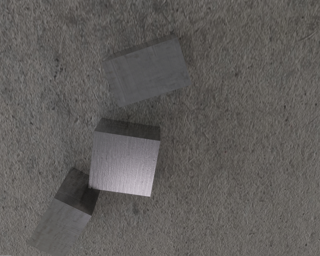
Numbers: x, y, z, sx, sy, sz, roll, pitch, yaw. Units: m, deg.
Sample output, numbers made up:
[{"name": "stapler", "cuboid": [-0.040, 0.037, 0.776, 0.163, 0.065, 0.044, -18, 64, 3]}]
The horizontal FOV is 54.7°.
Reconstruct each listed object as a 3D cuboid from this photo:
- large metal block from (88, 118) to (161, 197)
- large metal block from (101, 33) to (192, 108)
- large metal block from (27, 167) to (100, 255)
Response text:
[{"name": "large metal block", "cuboid": [-0.046, 0.038, 0.410, 0.081, 0.050, 0.079, 9, 110, -4]}, {"name": "large metal block", "cuboid": [-0.013, -0.069, 0.355, 0.080, 0.080, 0.050, -17, 109, 6]}, {"name": "large metal block", "cuboid": [-0.125, 0.113, 0.421, 0.050, 0.080, 0.080, 30, 107, -11]}]
